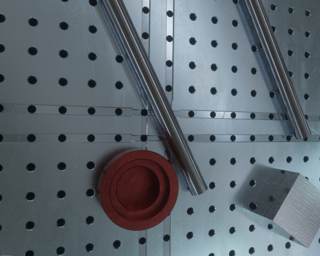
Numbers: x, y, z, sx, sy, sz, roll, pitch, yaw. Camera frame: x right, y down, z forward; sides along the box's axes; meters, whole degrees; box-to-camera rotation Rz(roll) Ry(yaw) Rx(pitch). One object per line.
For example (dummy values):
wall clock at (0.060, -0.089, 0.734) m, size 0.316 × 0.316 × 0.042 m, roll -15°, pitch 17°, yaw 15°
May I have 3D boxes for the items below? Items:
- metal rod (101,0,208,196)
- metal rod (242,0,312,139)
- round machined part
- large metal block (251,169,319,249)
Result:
metal rod at (-0.007, -0.046, 0.409) m, size 0.025 × 0.025 × 0.299 m, roll -28°, pitch 99°, yaw -18°
metal rod at (0.168, -0.122, 0.474) m, size 0.025 × 0.025 × 0.299 m, roll -28°, pitch 99°, yaw -18°
round machined part at (-0.030, 0.075, 0.393) m, size 0.099 × 0.042 × 0.097 m, roll 0°, pitch 90°, yaw -20°
large metal block at (0.201, 0.121, 0.474) m, size 0.080 × 0.050 × 0.080 m, roll 39°, pitch 78°, yaw -16°
